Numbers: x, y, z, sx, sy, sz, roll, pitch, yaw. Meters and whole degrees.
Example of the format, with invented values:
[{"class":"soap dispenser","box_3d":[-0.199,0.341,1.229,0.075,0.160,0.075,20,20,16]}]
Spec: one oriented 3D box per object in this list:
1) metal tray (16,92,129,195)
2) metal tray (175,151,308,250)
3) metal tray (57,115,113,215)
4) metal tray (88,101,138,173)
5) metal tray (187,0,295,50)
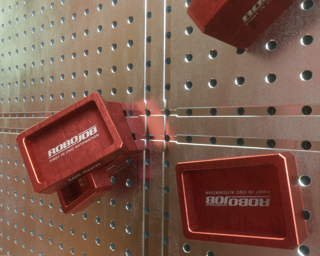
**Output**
[{"class":"metal tray","box_3d":[-0.120,0.021,0.422,0.130,0.030,0.090,-29,70,1]},{"class":"metal tray","box_3d":[0.081,0.077,0.337,0.130,0.030,0.089,-11,83,39]},{"class":"metal tray","box_3d":[-0.130,0.053,0.470,0.090,0.030,0.130,-38,67,32]},{"class":"metal tray","box_3d":[-0.100,0.027,0.486,0.130,0.030,0.090,-34,69,34]},{"class":"metal tray","box_3d":[0.097,-0.137,0.285,0.129,0.091,0.030,-45,63,30]}]
